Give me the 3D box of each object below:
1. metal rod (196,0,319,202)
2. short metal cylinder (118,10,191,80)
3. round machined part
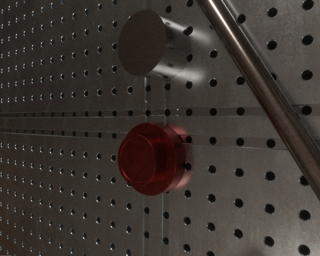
[{"bbox_3d":[0.104,-0.049,0.322,0.025,0.025,0.299,-38,67,33],"label":"metal rod"},{"bbox_3d":[-0.008,-0.104,0.398,0.080,0.050,0.079,0,90,39],"label":"short metal cylinder"},{"bbox_3d":[-0.018,0.041,0.411,0.098,0.042,0.097,0,90,39],"label":"round machined part"}]
